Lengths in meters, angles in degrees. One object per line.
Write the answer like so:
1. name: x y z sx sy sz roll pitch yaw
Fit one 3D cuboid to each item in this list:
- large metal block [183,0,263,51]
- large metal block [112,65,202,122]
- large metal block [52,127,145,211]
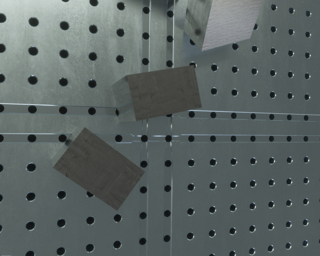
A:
1. large metal block: 0.083 -0.157 0.406 0.081 0.080 0.050 -19 56 -19
2. large metal block: -0.007 -0.040 0.381 0.081 0.080 0.050 -12 95 -20
3. large metal block: -0.074 0.043 0.356 0.080 0.080 0.050 39 78 -16
